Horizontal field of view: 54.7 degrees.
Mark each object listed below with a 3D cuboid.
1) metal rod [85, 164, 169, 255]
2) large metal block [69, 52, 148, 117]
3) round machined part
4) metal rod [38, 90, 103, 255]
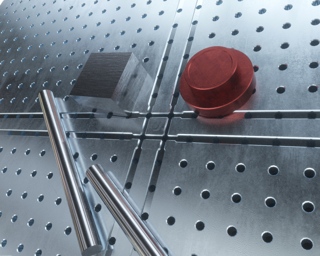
[{"bbox_3d":[-0.003,0.138,0.323,0.025,0.025,0.300,-45,51,-3],"label":"metal rod"},{"bbox_3d":[-0.077,-0.068,0.472,0.080,0.050,0.080,7,65,31],"label":"large metal block"},{"bbox_3d":[0.070,-0.066,0.401,0.098,0.042,0.098,-13,56,20],"label":"round machined part"},{"bbox_3d":[-0.140,0.043,0.453,0.025,0.025,0.300,-35,51,5],"label":"metal rod"}]
